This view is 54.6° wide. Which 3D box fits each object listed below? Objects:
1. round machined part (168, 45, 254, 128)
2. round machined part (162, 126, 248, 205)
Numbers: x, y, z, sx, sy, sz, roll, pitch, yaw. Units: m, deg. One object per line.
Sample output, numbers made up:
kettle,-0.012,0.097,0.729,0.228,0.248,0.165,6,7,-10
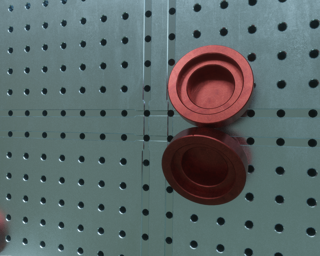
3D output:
round machined part,0.062,-0.046,0.373,0.098,0.042,0.098,-5,73,16
round machined part,0.055,0.041,0.370,0.098,0.042,0.097,10,122,18
